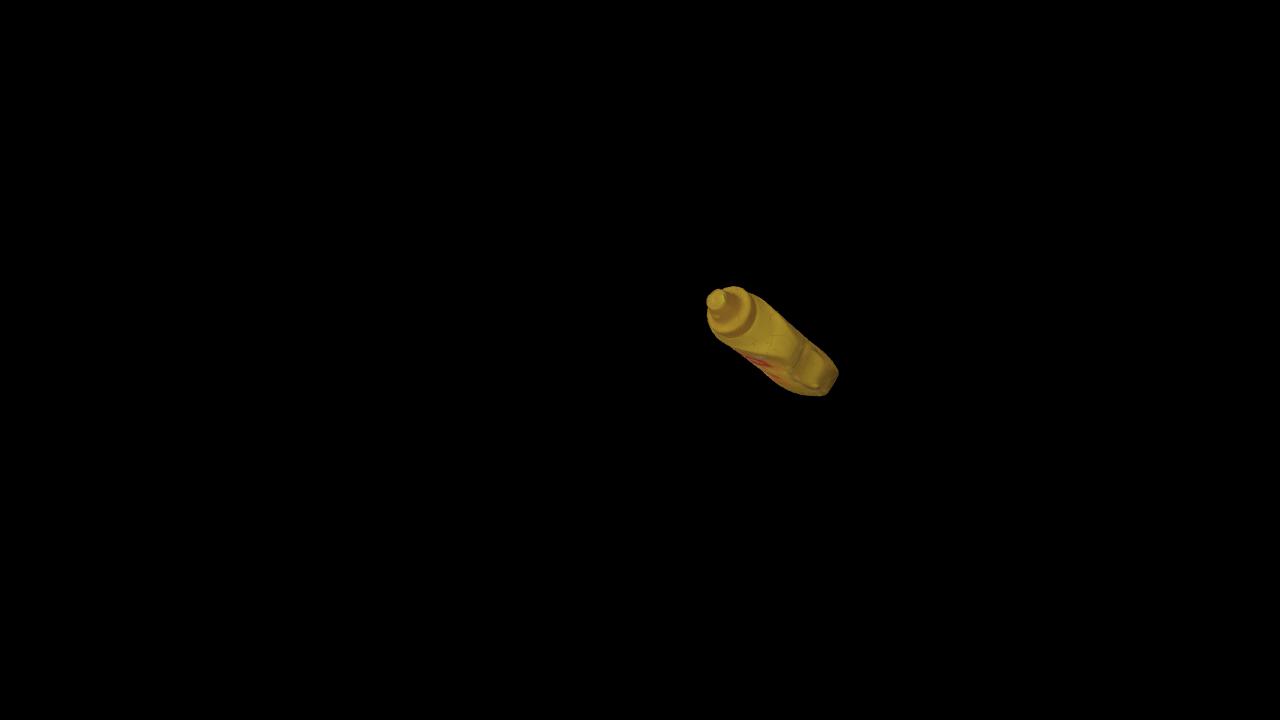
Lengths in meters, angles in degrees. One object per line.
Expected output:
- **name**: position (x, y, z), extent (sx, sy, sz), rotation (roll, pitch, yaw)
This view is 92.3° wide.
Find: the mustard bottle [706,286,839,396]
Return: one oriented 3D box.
- **mustard bottle**: position (0.112, -0.021, 0.565), extent (0.092, 0.054, 0.184), rotation (40, 7, 40)
